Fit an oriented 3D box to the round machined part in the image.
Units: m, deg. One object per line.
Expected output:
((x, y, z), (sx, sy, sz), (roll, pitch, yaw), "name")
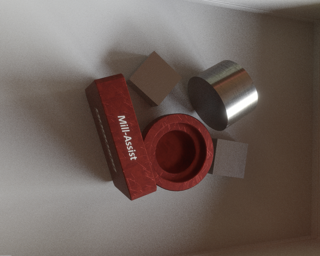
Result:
((0.017, 0.030, 0.406), (0.099, 0.042, 0.097), (0, 90, -21), "round machined part")

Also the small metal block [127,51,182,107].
((-0.009, -0.063, 0.406), (0.050, 0.025, 0.050), (42, 77, -14), "small metal block")

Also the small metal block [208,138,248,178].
((0.095, 0.043, 0.445), (0.050, 0.025, 0.050), (10, 86, -19), "small metal block")

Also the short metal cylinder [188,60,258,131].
((0.081, -0.043, 0.411), (0.050, 0.080, 0.080), (-31, 101, -18), "short metal cylinder")

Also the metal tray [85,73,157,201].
((-0.048, 0.009, 0.357), (0.030, 0.090, 0.129), (-18, 96, -19), "metal tray")
